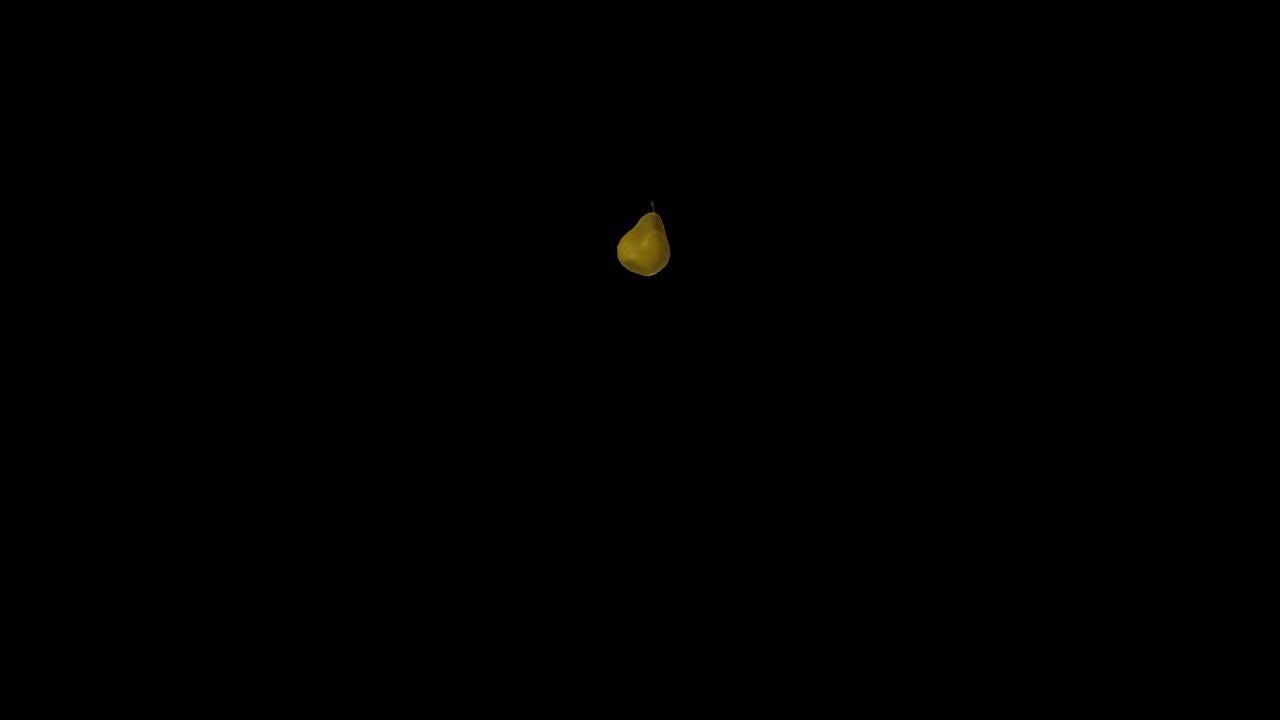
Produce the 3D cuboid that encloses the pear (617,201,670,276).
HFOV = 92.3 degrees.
[{"bbox_3d":[0.015,-0.184,0.931,0.080,0.111,0.080,24,-8,3],"label":"pear"}]
